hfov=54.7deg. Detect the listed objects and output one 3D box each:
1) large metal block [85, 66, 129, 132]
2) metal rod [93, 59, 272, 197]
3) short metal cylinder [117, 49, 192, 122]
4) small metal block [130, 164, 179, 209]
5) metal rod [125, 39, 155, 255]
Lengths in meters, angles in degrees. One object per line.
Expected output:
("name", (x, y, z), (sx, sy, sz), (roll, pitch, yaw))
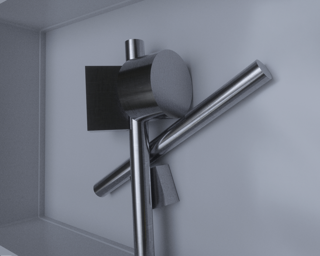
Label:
("large metal block", (-0.072, -0.036, 0.420), (0.080, 0.050, 0.080), (165, 102, -80))
("metal rod", (0.007, 0.018, 0.396), (0.299, 0.025, 0.025), (-38, 67, 33))
("short metal cylinder", (-0.004, -0.048, 0.370), (0.050, 0.081, 0.080), (-5, 87, 38))
("small metal block", (-0.008, 0.080, 0.410), (0.050, 0.025, 0.050), (-27, 74, 36))
("metal rod", (-0.025, 0.038, 0.390), (0.025, 0.025, 0.298), (-6, 85, 39))
